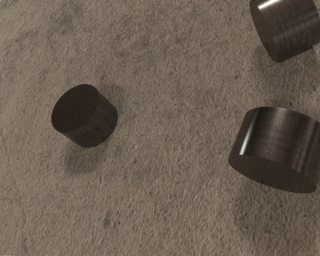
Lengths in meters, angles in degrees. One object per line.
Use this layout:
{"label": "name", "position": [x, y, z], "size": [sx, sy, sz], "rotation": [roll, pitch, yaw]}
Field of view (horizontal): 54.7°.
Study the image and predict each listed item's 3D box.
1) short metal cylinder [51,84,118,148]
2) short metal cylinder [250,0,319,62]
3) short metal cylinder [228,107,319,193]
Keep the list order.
{"label": "short metal cylinder", "position": [-0.110, -0.017, 0.454], "size": [0.080, 0.050, 0.080], "rotation": [-13, 56, 20]}
{"label": "short metal cylinder", "position": [0.147, -0.126, 0.368], "size": [0.050, 0.080, 0.080], "rotation": [-24, 53, 13]}
{"label": "short metal cylinder", "position": [0.112, 0.022, 0.296], "size": [0.080, 0.080, 0.050], "rotation": [14, 69, 33]}
